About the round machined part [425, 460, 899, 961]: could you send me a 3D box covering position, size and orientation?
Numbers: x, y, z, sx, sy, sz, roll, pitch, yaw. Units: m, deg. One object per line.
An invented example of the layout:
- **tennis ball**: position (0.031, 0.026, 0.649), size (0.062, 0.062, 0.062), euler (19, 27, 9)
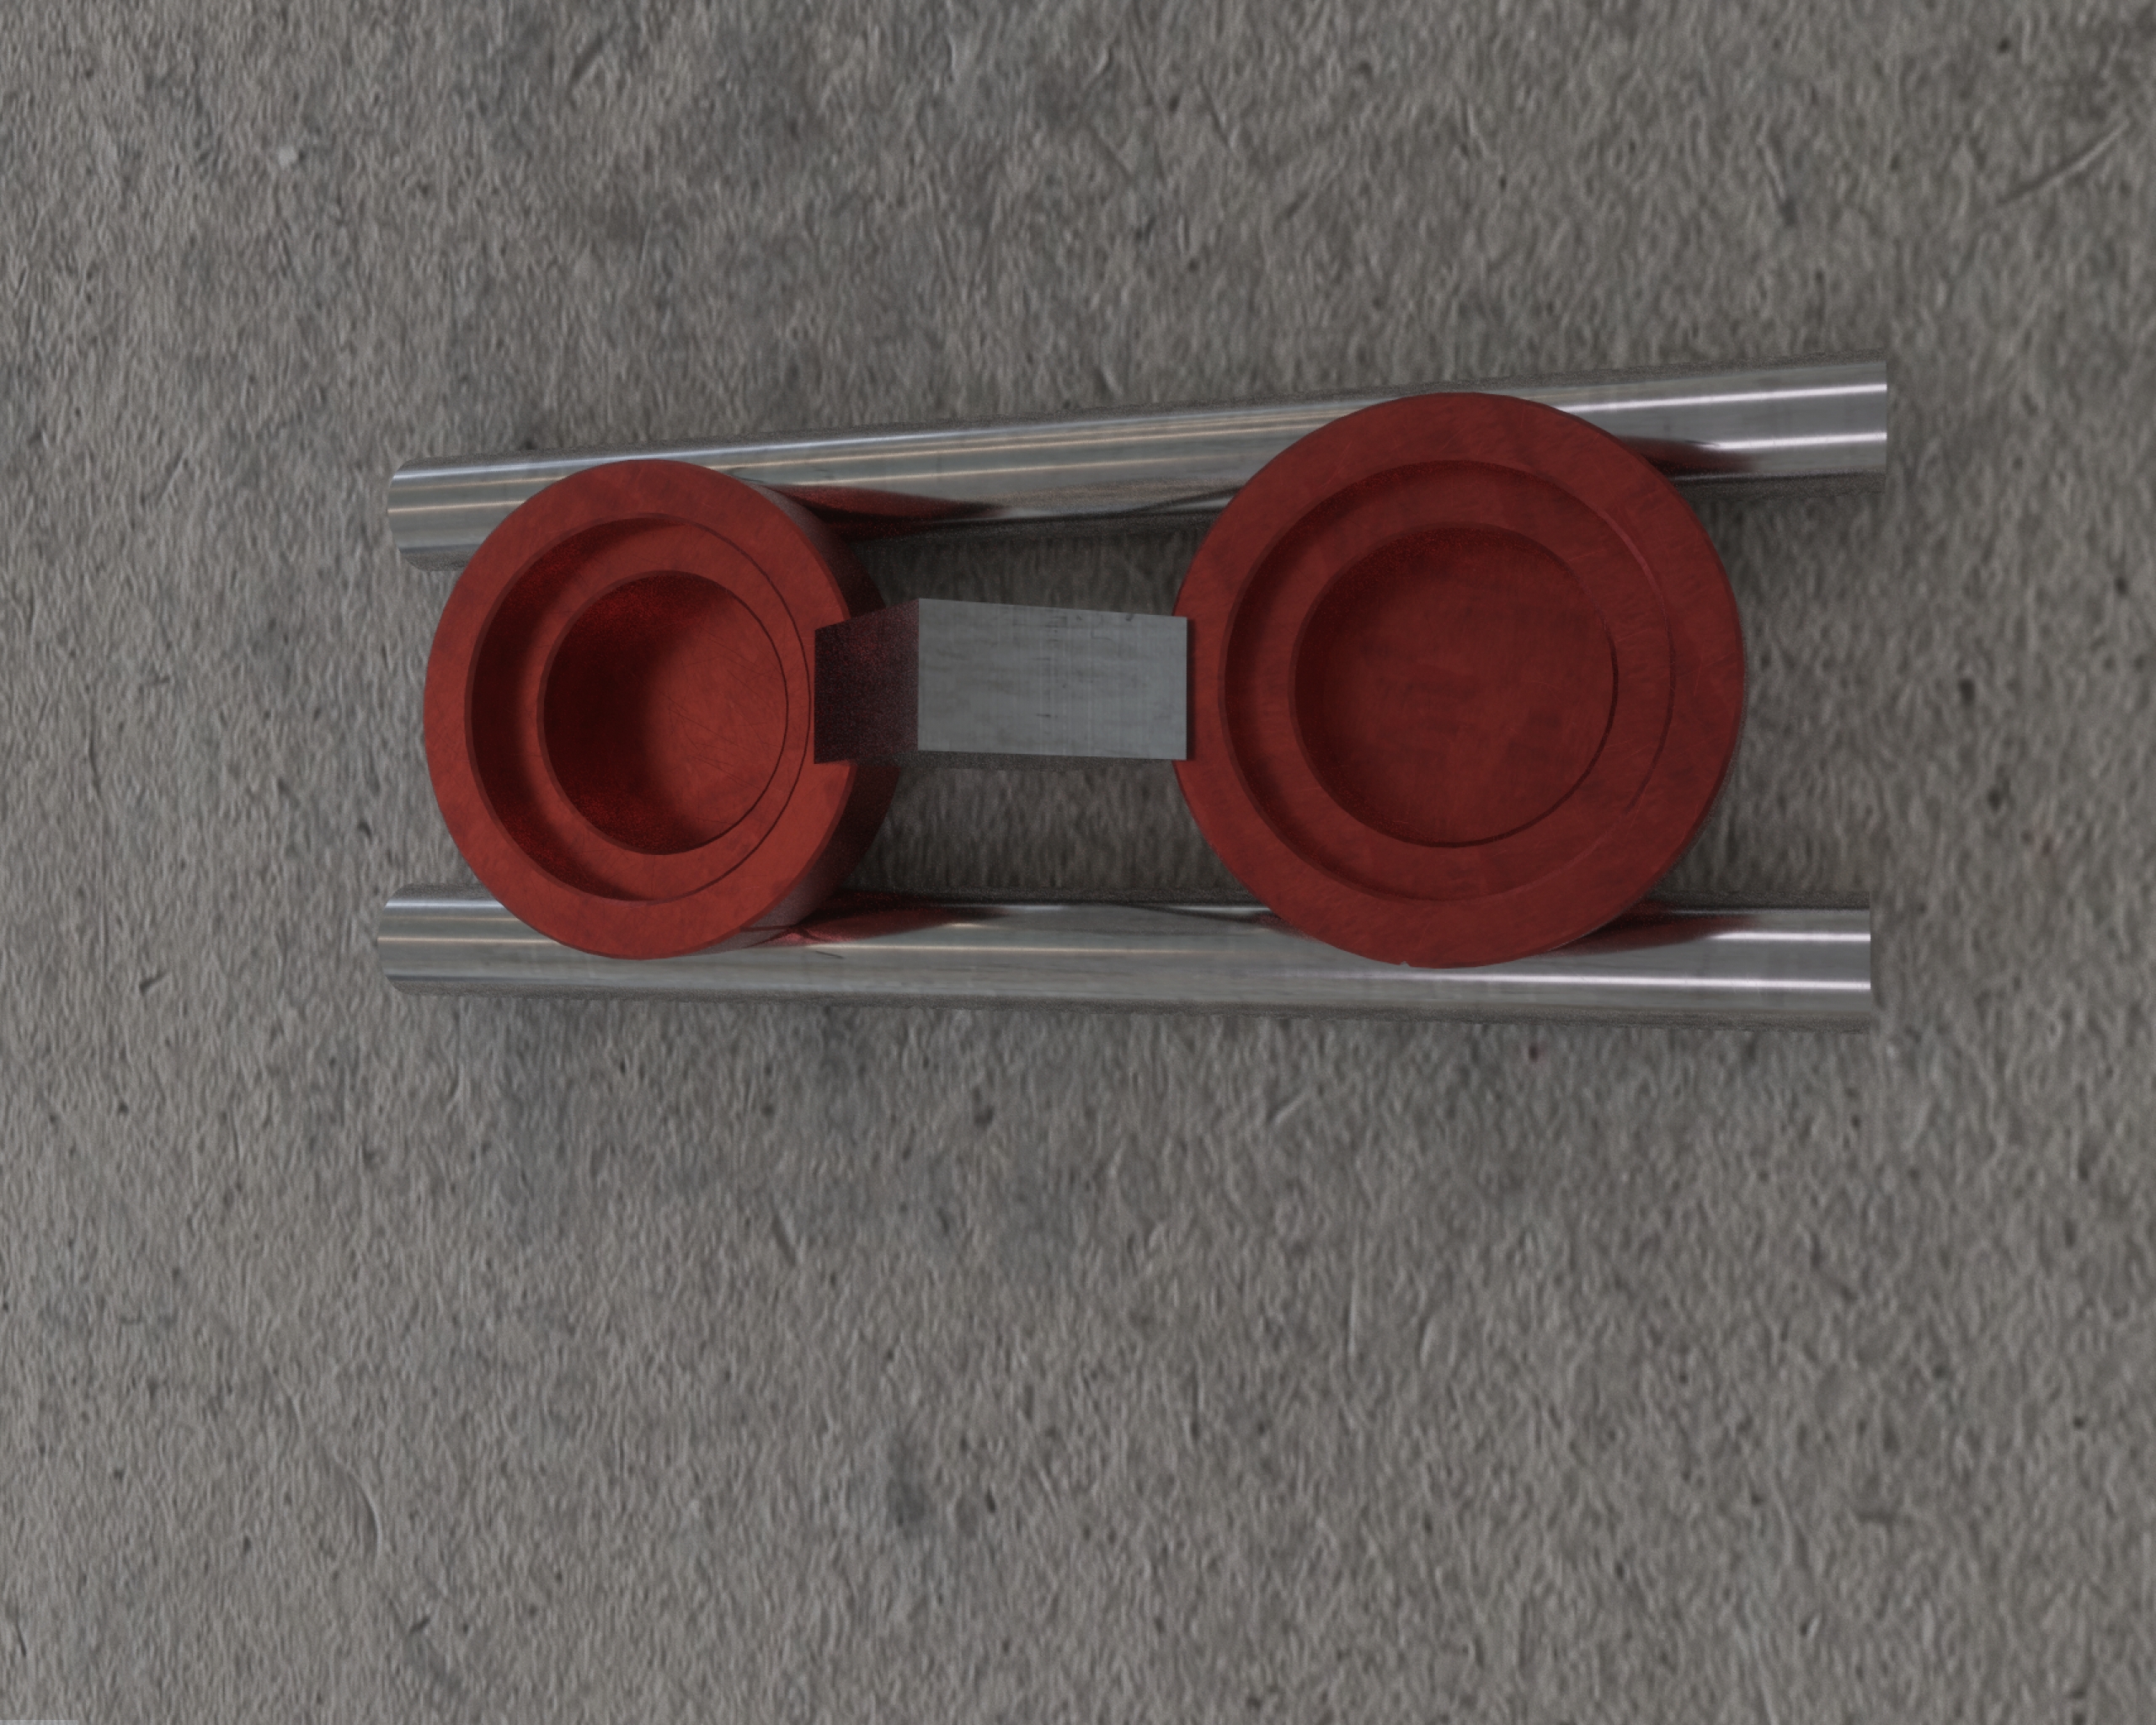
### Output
- **round machined part**: position (-0.079, -0.030, 0.424), size (0.098, 0.042, 0.097), euler (0, 90, 20)

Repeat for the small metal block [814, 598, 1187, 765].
- **small metal block**: position (-0.015, -0.030, 0.374), size (0.050, 0.050, 0.025), euler (-1, 89, 63)

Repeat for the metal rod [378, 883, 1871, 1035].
- **metal rod**: position (-0.005, 0.017, 0.411), size (0.301, 0.025, 0.025), euler (0, 90, 19)

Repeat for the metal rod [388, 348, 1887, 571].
- **metal rod**: position (-0.002, -0.076, 0.410), size (0.301, 0.025, 0.025), euler (0, 90, 19)

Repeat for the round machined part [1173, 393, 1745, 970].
- **round machined part**: position (0.068, -0.031, 0.371), size (0.098, 0.042, 0.097), euler (0, 90, 20)
